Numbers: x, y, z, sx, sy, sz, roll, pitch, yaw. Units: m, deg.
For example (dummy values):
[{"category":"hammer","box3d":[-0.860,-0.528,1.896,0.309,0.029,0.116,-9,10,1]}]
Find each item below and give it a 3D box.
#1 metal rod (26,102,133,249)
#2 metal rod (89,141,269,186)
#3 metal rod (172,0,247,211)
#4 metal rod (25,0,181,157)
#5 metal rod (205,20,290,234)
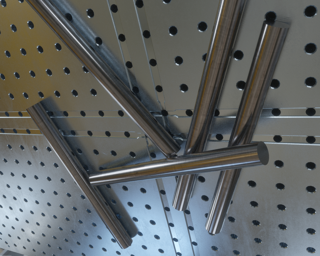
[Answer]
[{"category":"metal rod","box3d":[-0.132,0.090,0.533,0.025,0.025,0.299,-18,109,35]},{"category":"metal rod","box3d":[-0.001,0.055,0.418,0.299,0.025,0.025,-15,111,42]},{"category":"metal rod","box3d":[0.051,-0.006,0.379,0.025,0.025,0.298,21,126,15]},{"category":"metal rod","box3d":[-0.079,-0.078,0.403,0.300,0.025,0.025,49,128,-7]},{"category":"metal rod","box3d":[0.095,0.024,0.375,0.025,0.025,0.298,19,126,17]}]
